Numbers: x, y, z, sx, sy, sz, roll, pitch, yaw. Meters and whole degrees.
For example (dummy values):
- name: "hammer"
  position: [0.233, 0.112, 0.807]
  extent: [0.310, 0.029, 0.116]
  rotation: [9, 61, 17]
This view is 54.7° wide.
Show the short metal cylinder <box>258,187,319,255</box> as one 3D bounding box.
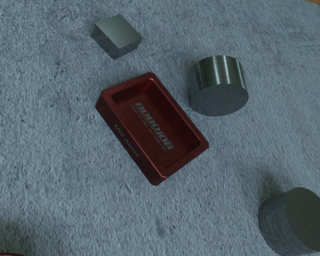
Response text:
- name: "short metal cylinder"
  position: [0.178, 0.124, 0.408]
  extent: [0.081, 0.050, 0.080]
  rotation: [14, 56, -21]

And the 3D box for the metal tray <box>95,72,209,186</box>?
- name: "metal tray"
  position: [-0.009, -0.003, 0.397]
  extent: [0.091, 0.030, 0.130]
  rotation: [-30, 78, -38]

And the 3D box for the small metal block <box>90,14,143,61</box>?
- name: "small metal block"
  position: [-0.063, -0.133, 0.451]
  extent: [0.050, 0.025, 0.050]
  rotation: [47, 51, 4]

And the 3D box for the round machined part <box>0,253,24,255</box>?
- name: "round machined part"
  position: [-0.127, 0.149, 0.233]
  extent: [0.099, 0.042, 0.098]
  rotation: [14, 56, -21]

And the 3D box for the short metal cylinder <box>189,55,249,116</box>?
- name: "short metal cylinder"
  position: [0.083, -0.059, 0.449]
  extent: [0.081, 0.080, 0.050]
  rotation: [12, 57, -22]
